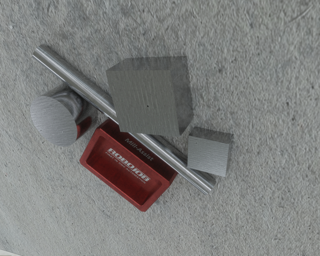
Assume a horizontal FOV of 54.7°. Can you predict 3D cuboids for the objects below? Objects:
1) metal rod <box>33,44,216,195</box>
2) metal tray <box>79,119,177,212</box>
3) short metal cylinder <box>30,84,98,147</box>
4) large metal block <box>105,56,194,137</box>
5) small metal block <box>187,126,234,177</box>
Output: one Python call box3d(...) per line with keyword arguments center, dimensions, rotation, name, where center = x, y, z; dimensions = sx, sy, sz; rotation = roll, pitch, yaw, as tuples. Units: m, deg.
box3d(center=(-0.049, -0.012, 0.424), dimensions=(0.300, 0.025, 0.025), rotation=(39, 129, 1), name="metal rod")
box3d(center=(-0.050, 0.058, 0.466), dimensions=(0.130, 0.030, 0.089), rotation=(38, 129, 2), name="metal tray")
box3d(center=(-0.138, -0.020, 0.450), dimensions=(0.080, 0.050, 0.079), rotation=(13, 124, 20), name="short metal cylinder")
box3d(center=(-0.009, -0.039, 0.371), dimensions=(0.080, 0.050, 0.079), rotation=(4, 121, 25), name="large metal block")
box3d(center=(0.063, 0.029, 0.393), dimensions=(0.050, 0.025, 0.050), rotation=(12, 124, 21), name="small metal block")
